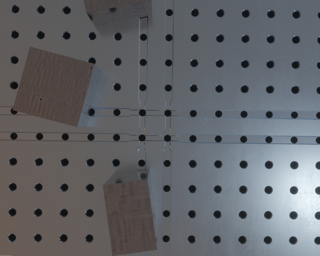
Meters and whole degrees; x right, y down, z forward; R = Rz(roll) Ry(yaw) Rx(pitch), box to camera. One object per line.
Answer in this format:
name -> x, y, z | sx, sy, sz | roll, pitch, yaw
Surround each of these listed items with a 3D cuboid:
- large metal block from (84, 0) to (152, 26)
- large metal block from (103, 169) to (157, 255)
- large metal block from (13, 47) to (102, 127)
large metal block -> -0.058, -0.186, 0.400 | 0.080, 0.050, 0.080 | -11, 90, -1
large metal block -> -0.034, 0.100, 0.386 | 0.050, 0.080, 0.080 | -8, 90, 0
large metal block -> -0.129, -0.050, 0.399 | 0.080, 0.050, 0.080 | 15, 90, -1
